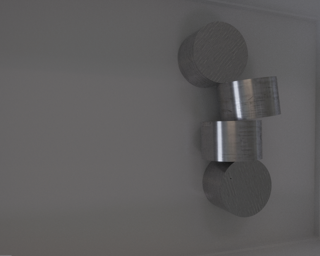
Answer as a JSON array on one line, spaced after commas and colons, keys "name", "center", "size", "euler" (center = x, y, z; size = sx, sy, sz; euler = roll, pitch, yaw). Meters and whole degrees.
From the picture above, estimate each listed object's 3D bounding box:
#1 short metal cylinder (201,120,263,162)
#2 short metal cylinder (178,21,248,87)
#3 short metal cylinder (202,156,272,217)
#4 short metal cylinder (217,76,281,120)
[{"name": "short metal cylinder", "center": [0.096, 0.015, 0.416], "size": [0.081, 0.080, 0.050], "euler": [-2, 91, -20]}, {"name": "short metal cylinder", "center": [0.071, -0.098, 0.423], "size": [0.081, 0.050, 0.080], "euler": [0, 90, -20]}, {"name": "short metal cylinder", "center": [0.108, 0.079, 0.437], "size": [0.081, 0.050, 0.080], "euler": [0, 90, -20]}, {"name": "short metal cylinder", "center": [0.121, -0.039, 0.426], "size": [0.081, 0.080, 0.050], "euler": [-9, 93, -20]}]
